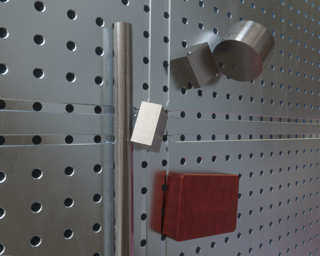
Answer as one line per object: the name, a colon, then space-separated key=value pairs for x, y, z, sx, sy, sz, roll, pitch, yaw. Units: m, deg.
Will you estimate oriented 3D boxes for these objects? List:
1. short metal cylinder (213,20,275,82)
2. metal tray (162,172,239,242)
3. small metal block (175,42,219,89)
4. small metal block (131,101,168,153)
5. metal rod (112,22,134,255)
short metal cylinder: x=0.131 y=-0.119 z=0.486 sx=0.080 sy=0.080 sz=0.050 roll=52 pitch=60 yaw=-28
metal tray: x=0.065 y=0.113 z=0.464 sx=0.131 sy=0.030 sz=0.089 roll=8 pitch=85 yaw=-40
small metal block: x=0.056 y=-0.092 z=0.458 sx=0.050 sy=0.025 sz=0.050 roll=-41 pitch=115 yaw=-33
small metal block: x=-0.011 y=0.000 z=0.385 sx=0.050 sy=0.025 sz=0.050 roll=57 pitch=47 yaw=-72
metal rod: x=-0.045 y=0.026 z=0.373 sx=0.025 sy=0.025 sz=0.298 roll=-1 pitch=90 yaw=-40
